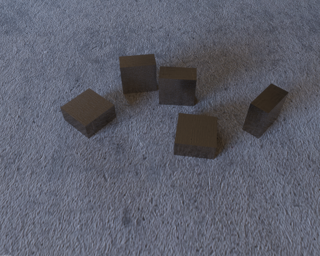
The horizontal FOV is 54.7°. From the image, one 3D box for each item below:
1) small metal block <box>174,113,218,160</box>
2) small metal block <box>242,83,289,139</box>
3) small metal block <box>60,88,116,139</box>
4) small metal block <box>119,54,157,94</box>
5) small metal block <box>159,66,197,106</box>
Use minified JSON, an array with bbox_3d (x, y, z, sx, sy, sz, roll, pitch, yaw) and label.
[{"bbox_3d":[0.046,0.010,0.395,0.050,0.025,0.050,6,50,5],"label":"small metal block"},{"bbox_3d":[0.138,-0.022,0.406,0.025,0.050,0.050,36,59,26],"label":"small metal block"},{"bbox_3d":[-0.096,-0.021,0.420,0.050,0.025,0.050,34,58,25],"label":"small metal block"},{"bbox_3d":[-0.031,-0.079,0.453,0.050,0.050,0.025,-6,51,-5],"label":"small metal block"},{"bbox_3d":[0.024,-0.058,0.436,0.050,0.050,0.025,3,50,3],"label":"small metal block"}]
